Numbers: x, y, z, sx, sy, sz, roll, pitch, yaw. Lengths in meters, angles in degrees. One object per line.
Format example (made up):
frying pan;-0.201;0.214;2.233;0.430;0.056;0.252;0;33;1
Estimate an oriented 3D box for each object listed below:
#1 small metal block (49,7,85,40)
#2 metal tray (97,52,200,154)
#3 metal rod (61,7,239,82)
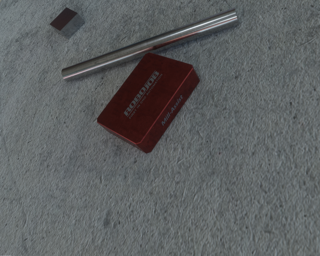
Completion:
small metal block;-0.189;-0.214;0.631;0.050;0.025;0.050;-48;52;-6
metal tray;-0.017;-0.039;0.432;0.090;0.030;0.130;26;75;36
metal rod;-0.027;-0.127;0.494;0.301;0.025;0.025;-14;56;20
